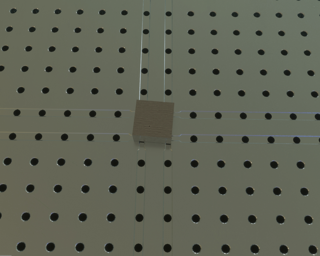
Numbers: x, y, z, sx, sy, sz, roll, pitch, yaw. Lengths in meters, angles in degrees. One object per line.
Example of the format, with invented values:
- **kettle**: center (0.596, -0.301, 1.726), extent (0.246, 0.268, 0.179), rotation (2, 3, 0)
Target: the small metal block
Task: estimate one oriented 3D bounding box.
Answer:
- **small metal block**: center (-0.008, -0.008, 0.414), extent (0.050, 0.025, 0.050), rotation (5, 70, 1)
